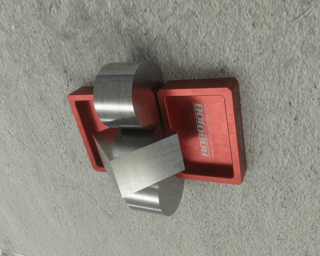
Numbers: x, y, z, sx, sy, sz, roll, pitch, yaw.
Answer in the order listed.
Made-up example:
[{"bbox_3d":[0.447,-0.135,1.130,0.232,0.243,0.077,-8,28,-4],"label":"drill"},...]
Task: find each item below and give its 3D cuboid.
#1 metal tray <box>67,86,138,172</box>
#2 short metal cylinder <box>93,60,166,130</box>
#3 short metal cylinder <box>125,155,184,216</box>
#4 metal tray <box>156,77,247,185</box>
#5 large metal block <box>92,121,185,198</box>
[{"bbox_3d":[-0.070,0.005,0.446,0.090,0.030,0.129,1,119,27],"label":"metal tray"},{"bbox_3d":[-0.033,-0.038,0.366,0.050,0.080,0.080,2,119,27],"label":"short metal cylinder"},{"bbox_3d":[-0.006,0.076,0.423,0.050,0.080,0.080,2,119,27],"label":"short metal cylinder"},{"bbox_3d":[0.054,0.005,0.381,0.090,0.030,0.129,1,119,27],"label":"metal tray"},{"bbox_3d":[-0.028,0.029,0.378,0.080,0.081,0.050,39,146,58],"label":"large metal block"}]
